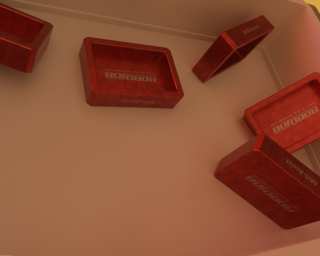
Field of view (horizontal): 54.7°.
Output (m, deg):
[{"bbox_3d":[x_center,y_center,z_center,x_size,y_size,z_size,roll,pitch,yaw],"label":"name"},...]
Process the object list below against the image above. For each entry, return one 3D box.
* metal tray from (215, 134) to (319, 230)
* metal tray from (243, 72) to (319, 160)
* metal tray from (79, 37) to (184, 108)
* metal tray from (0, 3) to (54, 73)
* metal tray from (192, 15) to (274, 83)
[{"bbox_3d":[0.149,0.074,0.401,0.130,0.090,0.030,37,51,-4],"label":"metal tray"},{"bbox_3d":[0.208,-0.016,0.476,0.130,0.030,0.090,-29,72,2],"label":"metal tray"},{"bbox_3d":[-0.038,-0.074,0.428,0.131,0.030,0.090,0,62,-29],"label":"metal tray"},{"bbox_3d":[-0.197,-0.115,0.346,0.131,0.030,0.090,19,32,-18],"label":"metal tray"},{"bbox_3d":[0.122,-0.131,0.511,0.131,0.090,0.030,-32,80,-38],"label":"metal tray"}]
